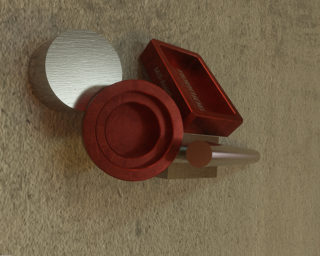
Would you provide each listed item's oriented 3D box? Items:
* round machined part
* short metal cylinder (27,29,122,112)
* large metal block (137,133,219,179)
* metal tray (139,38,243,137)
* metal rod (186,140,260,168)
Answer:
[{"bbox_3d":[-0.030,0.002,0.314,0.099,0.042,0.097,0,89,-20],"label":"round machined part"},{"bbox_3d":[-0.087,-0.056,0.318,0.081,0.050,0.079,0,90,-40],"label":"short metal cylinder"},{"bbox_3d":[0.014,0.032,0.384,0.081,0.080,0.050,6,87,-40],"label":"large metal block"},{"bbox_3d":[0.038,-0.050,0.387,0.091,0.030,0.130,6,47,-40],"label":"metal tray"},{"bbox_3d":[0.101,0.037,0.416,0.301,0.025,0.025,12,82,-64],"label":"metal rod"}]
